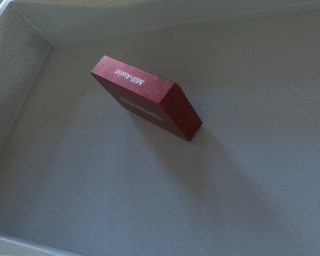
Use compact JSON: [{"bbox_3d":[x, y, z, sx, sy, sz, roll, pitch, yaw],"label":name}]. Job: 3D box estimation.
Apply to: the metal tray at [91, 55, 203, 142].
[{"bbox_3d":[-0.017,-0.038,0.391,0.130,0.090,0.030,28,77,36],"label":"metal tray"}]
